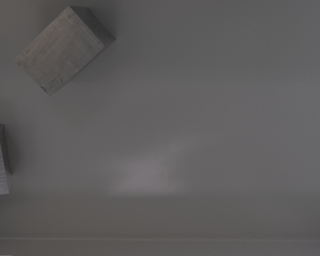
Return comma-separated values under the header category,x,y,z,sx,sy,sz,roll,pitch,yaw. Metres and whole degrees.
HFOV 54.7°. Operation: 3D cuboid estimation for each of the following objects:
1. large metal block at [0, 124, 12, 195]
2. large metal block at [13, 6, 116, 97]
category,x,y,z,sx,sy,sz,roll,pitch,yaw
large metal block,-0.243,0.044,0.399,0.081,0.050,0.079,-6,111,-19
large metal block,-0.101,-0.089,0.348,0.080,0.080,0.050,-38,106,13
